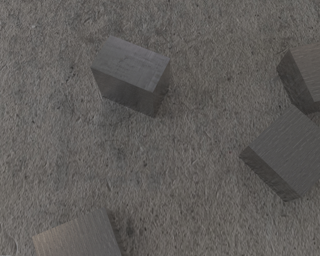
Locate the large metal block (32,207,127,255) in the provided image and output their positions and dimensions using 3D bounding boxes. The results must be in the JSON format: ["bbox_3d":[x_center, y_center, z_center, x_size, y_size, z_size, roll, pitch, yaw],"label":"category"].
[{"bbox_3d":[-0.082,0.143,0.342,0.080,0.050,0.080,-21,72,-8],"label":"large metal block"}]

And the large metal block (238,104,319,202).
[{"bbox_3d":[0.160,0.032,0.384,0.080,0.050,0.080,-40,75,-13],"label":"large metal block"}]

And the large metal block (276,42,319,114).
[{"bbox_3d":[0.219,-0.069,0.422,0.081,0.050,0.080,-14,71,-5],"label":"large metal block"}]

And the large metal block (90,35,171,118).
[{"bbox_3d":[-0.034,-0.063,0.402,0.080,0.080,0.050,23,72,8],"label":"large metal block"}]
